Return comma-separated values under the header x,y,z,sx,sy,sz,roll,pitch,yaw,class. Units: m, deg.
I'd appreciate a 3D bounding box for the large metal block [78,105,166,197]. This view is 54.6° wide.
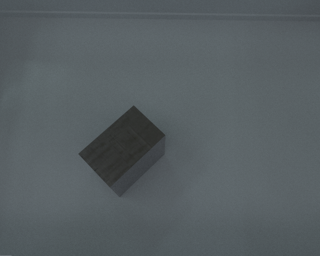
x,y,z,sx,sy,sz,roll,pitch,yaw,class
-0.040,0.031,0.369,0.080,0.080,0.050,-43,76,-14,large metal block
